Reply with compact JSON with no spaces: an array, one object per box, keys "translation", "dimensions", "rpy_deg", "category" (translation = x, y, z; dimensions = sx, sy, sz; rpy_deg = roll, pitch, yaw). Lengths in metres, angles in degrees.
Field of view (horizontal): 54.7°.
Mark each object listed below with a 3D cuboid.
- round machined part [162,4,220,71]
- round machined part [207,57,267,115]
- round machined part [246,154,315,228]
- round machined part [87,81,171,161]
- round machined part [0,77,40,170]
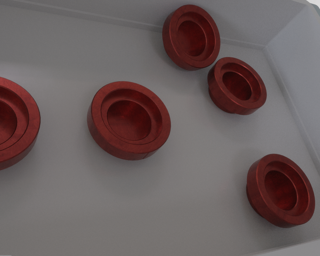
[{"translation":[0.044,-0.138,0.487],"dimensions":[0.099,0.042,0.097],"rpy_deg":[3,85,-32],"category":"round machined part"},{"translation":[0.118,-0.062,0.496],"dimensions":[0.099,0.042,0.098],"rpy_deg":[14,56,-21],"category":"round machined part"},{"translation":[0.159,0.088,0.426],"dimensions":[0.099,0.042,0.098],"rpy_deg":[14,56,-21],"category":"round machined part"},{"translation":[-0.040,-0.005,0.376],"dimensions":[0.099,0.042,0.098],"rpy_deg":[14,56,-21],"category":"round machined part"},{"translation":[-0.172,-0.001,0.303],"dimensions":[0.099,0.042,0.098],"rpy_deg":[14,56,-21],"category":"round machined part"}]
